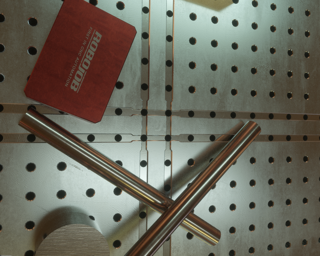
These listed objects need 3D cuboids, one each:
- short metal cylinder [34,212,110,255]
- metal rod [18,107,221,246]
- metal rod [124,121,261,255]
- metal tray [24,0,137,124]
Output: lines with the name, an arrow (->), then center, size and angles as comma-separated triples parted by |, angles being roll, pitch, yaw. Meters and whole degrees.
short metal cylinder -> -0.103, 0.145, 0.361 | 0.081, 0.050, 0.079 | 0, 90, -20
metal rod -> -0.038, 0.071, 0.398 | 0.301, 0.025, 0.025 | 36, 78, -17
metal rod -> 0.039, 0.091, 0.403 | 0.301, 0.025, 0.025 | -42, 104, -24
metal tray -> -0.094, -0.080, 0.375 | 0.091, 0.030, 0.130 | 23, 82, -19
